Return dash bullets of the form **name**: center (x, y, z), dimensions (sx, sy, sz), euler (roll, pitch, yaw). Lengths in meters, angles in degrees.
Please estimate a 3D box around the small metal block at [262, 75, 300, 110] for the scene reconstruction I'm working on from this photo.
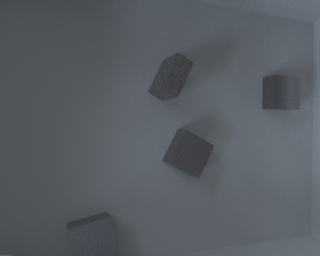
- **small metal block**: center (0.189, -0.054, 0.482), dimensions (0.050, 0.025, 0.050), euler (1, 90, -21)

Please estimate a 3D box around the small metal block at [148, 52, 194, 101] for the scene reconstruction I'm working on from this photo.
- **small metal block**: center (0.013, -0.065, 0.403), dimensions (0.025, 0.050, 0.050), euler (28, 81, -18)

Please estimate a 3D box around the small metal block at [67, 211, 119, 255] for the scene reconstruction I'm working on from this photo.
- **small metal block**: center (-0.083, 0.137, 0.381), dimensions (0.050, 0.025, 0.050), euler (-13, 95, -20)

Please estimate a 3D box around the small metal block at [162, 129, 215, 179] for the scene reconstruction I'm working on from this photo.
- **small metal block**: center (0.039, 0.035, 0.426), dimensions (0.050, 0.025, 0.050), euler (29, 80, -18)
